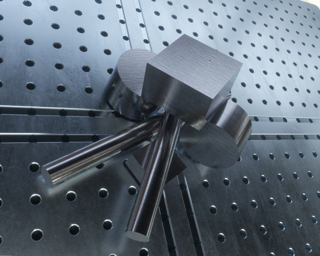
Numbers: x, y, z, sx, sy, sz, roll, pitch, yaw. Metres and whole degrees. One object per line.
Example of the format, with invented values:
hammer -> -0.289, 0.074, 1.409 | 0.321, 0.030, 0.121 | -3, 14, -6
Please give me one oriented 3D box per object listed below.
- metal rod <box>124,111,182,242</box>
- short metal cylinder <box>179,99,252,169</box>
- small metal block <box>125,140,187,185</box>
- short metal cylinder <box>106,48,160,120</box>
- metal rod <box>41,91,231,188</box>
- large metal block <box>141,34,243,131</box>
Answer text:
metal rod -> 0.016, -0.010, 0.386 | 0.025, 0.025, 0.300 | 27, 52, -12
short metal cylinder -> 0.072, 0.007, 0.404 | 0.080, 0.080, 0.050 | 40, 52, -1
small metal block -> -0.005, 0.045, 0.374 | 0.050, 0.025, 0.050 | -32, 80, -38
short metal cylinder -> -0.025, -0.057, 0.409 | 0.081, 0.050, 0.080 | 14, 56, -21
metal rod -> -0.005, -0.003, 0.403 | 0.302, 0.025, 0.025 | -26, 76, -37
large metal block -> 0.037, -0.056, 0.360 | 0.080, 0.050, 0.080 | 32, 50, 14
